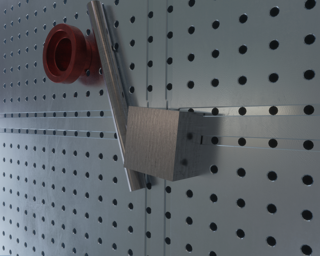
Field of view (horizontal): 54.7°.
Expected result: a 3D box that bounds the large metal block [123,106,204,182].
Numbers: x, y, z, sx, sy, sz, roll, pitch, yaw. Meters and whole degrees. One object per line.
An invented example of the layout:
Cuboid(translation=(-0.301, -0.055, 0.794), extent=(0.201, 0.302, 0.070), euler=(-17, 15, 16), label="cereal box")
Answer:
Cuboid(translation=(0.003, 0.016, 0.390), extent=(0.080, 0.050, 0.079), euler=(9, 96, 39), label="large metal block")

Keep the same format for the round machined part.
Cuboid(translation=(-0.154, -0.123, 0.525), extent=(0.098, 0.042, 0.097), euler=(0, 90, 40), label="round machined part")

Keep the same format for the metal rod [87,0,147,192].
Cuboid(translation=(-0.067, -0.055, 0.464), extent=(0.025, 0.025, 0.299), euler=(-24, 75, 37), label="metal rod")
